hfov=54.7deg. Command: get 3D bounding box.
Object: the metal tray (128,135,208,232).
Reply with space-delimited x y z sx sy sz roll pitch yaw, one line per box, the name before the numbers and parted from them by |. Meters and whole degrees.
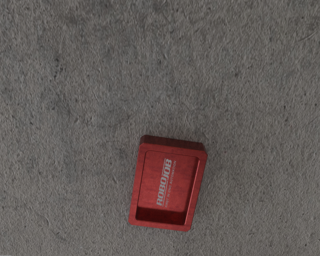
metal tray | 0.009 0.080 0.436 0.091 0.030 0.129 8 110 -4
